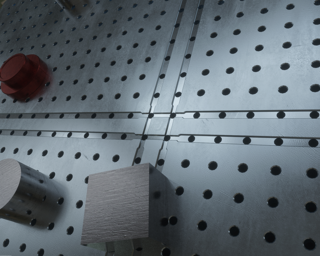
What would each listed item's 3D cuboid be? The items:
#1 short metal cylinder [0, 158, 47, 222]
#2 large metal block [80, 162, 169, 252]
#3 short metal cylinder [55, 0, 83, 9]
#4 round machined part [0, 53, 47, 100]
[{"bbox_3d":[-0.214,0.091,0.449,0.080,0.050,0.080,-13,56,21],"label":"short metal cylinder"},{"bbox_3d":[-0.038,0.093,0.355,0.080,0.050,0.080,-14,56,20],"label":"large metal block"},{"bbox_3d":[-0.208,-0.316,0.695,0.080,0.050,0.080,-13,56,21],"label":"short metal cylinder"},{"bbox_3d":[-0.276,-0.107,0.608,0.098,0.042,0.098,-13,56,21],"label":"round machined part"}]
